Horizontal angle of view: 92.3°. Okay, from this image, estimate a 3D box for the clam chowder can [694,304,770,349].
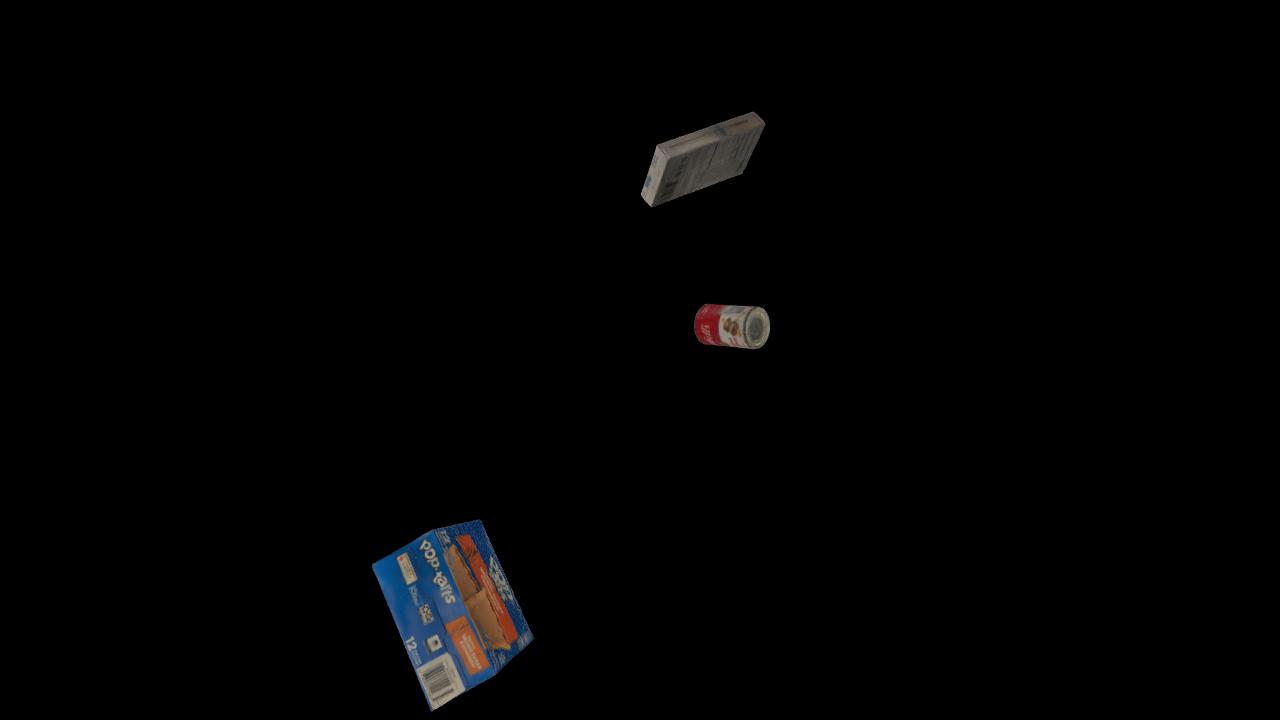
[{"bbox_3d":[0.146,-0.054,0.976,0.068,0.068,0.102,0,5,-45],"label":"clam chowder can"}]

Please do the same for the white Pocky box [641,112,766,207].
[{"bbox_3d":[0.076,-0.240,0.739,0.154,0.028,0.084,-28,-19,-27],"label":"white Pocky box"}]

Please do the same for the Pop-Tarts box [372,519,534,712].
[{"bbox_3d":[-0.211,0.284,0.716,0.083,0.167,0.141,-28,-13,1],"label":"Pop-Tarts box"}]
